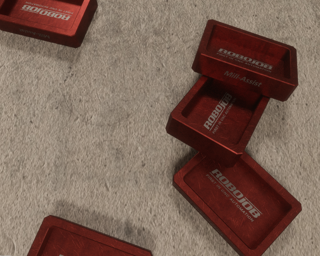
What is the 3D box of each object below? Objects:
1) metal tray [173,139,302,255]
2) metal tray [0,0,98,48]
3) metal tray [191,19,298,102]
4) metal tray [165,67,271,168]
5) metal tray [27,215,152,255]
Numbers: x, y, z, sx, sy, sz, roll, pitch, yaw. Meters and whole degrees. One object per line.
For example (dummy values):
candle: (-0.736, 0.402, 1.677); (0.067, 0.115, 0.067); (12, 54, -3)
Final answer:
metal tray: (0.090, 0.080, 0.377); (0.090, 0.030, 0.130); (-41, 76, -14)
metal tray: (-0.172, -0.179, 0.468); (0.131, 0.030, 0.090); (14, 70, 5)
metal tray: (0.116, -0.094, 0.418); (0.131, 0.030, 0.090); (19, 49, 1)
metal tray: (0.077, -0.022, 0.388); (0.090, 0.030, 0.131); (30, 50, 11)
metal tray: (-0.083, 0.162, 0.345); (0.131, 0.030, 0.090); (18, 71, 6)
